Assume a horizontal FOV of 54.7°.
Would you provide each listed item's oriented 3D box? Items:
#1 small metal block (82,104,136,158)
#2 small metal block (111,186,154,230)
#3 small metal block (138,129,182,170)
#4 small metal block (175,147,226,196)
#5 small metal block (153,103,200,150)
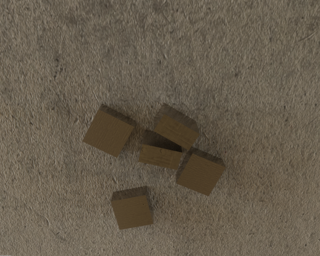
[{"bbox_3d":[-0.067,0.004,0.410,0.050,0.025,0.050,27,108,-10],"label":"small metal block"},{"bbox_3d":[-0.039,0.117,0.452,0.050,0.025,0.050,-11,110,4],"label":"small metal block"},{"bbox_3d":[0.000,0.027,0.406,0.050,0.050,0.025,13,110,-5],"label":"small metal block"},{"bbox_3d":[0.056,0.060,0.432,0.050,0.025,0.050,23,108,-9],"label":"small metal block"},{"bbox_3d":[0.020,-0.003,0.395,0.050,0.050,0.025,29,108,-10],"label":"small metal block"}]
